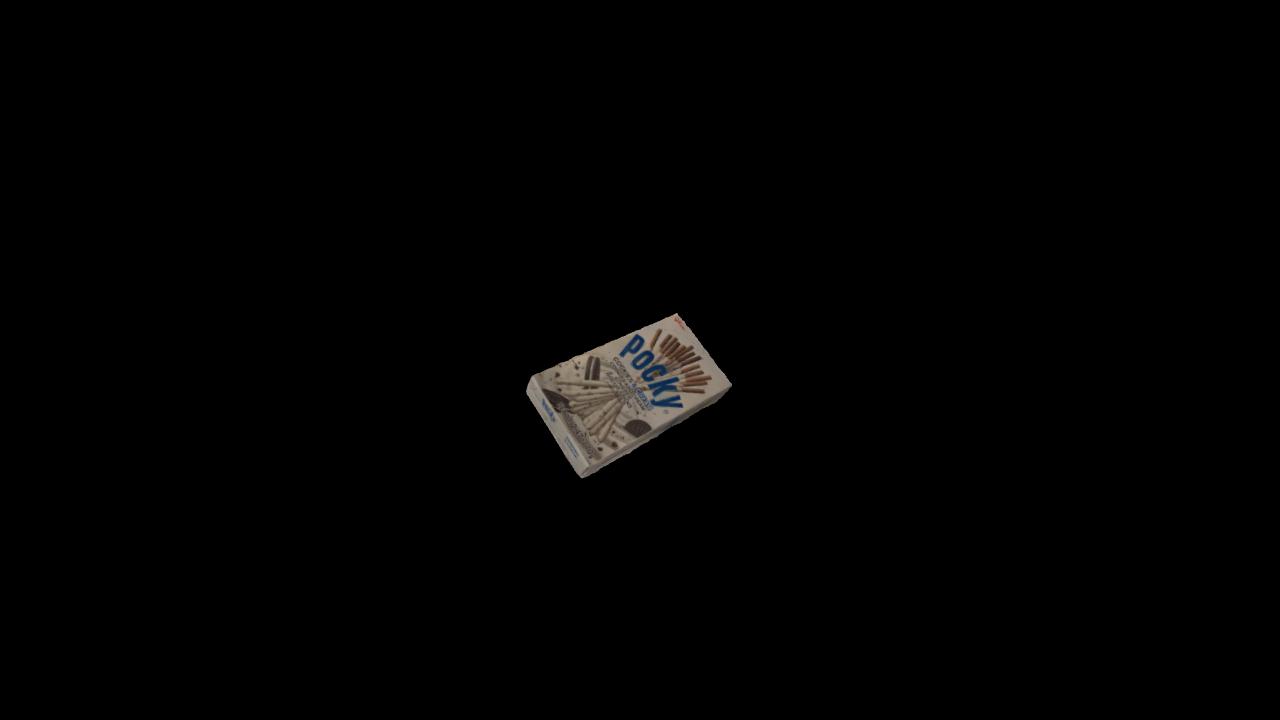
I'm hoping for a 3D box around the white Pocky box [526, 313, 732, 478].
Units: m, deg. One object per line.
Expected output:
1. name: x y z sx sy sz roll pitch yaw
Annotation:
1. white Pocky box: -0.005 0.023 0.495 0.154 0.084 0.028 -26 -18 -34
